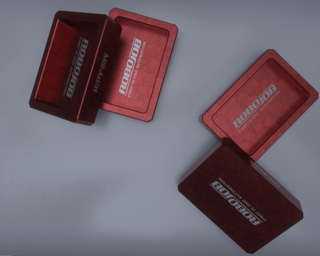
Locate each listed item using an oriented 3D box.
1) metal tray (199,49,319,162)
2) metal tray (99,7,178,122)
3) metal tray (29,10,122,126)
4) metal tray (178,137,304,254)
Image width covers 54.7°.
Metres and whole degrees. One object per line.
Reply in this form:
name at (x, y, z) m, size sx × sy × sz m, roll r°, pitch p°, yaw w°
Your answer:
metal tray at (0.128, -0.027, 0.409) m, size 0.090 × 0.030 × 0.130 m, roll 44°, pitch 90°, yaw 0°
metal tray at (-0.037, -0.080, 0.408) m, size 0.090 × 0.030 × 0.129 m, roll 16°, pitch 90°, yaw 0°
metal tray at (-0.107, -0.076, 0.386) m, size 0.090 × 0.030 × 0.129 m, roll 17°, pitch 90°, yaw 30°
metal tray at (0.100, 0.086, 0.393) m, size 0.130 × 0.030 × 0.090 m, roll 42°, pitch 112°, yaw 0°
